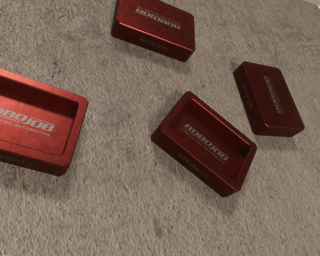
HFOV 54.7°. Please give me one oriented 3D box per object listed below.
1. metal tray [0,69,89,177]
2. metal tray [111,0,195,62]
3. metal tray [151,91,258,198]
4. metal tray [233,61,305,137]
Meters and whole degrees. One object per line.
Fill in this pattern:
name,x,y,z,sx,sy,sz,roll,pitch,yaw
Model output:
metal tray,-0.151,-0.010,0.325,0.131,0.030,0.090,19,54,-18
metal tray,-0.008,-0.167,0.500,0.131,0.030,0.090,15,55,-20
metal tray,0.063,0.020,0.424,0.130,0.030,0.090,39,51,-2
metal tray,0.186,-0.050,0.534,0.091,0.030,0.130,4,60,-27
